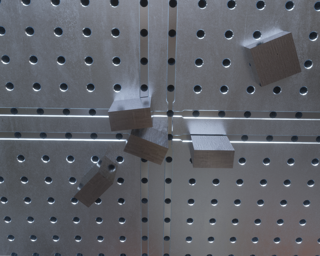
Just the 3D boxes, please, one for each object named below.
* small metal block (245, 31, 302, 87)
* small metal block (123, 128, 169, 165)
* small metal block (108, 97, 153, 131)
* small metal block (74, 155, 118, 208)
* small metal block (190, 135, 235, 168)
[{"bbox_3d":[0.139,-0.085,0.383,0.050,0.025,0.050,-21,109,7],"label":"small metal block"},{"bbox_3d":[-0.017,0.018,0.407,0.050,0.050,0.025,22,109,-8],"label":"small metal block"},{"bbox_3d":[-0.035,-0.019,0.393,0.050,0.050,0.025,-6,110,2],"label":"small metal block"},{"bbox_3d":[-0.087,0.072,0.426,0.025,0.050,0.050,42,105,-14],"label":"small metal block"},{"bbox_3d":[0.067,0.030,0.412,0.050,0.050,0.025,1,110,0],"label":"small metal block"}]
